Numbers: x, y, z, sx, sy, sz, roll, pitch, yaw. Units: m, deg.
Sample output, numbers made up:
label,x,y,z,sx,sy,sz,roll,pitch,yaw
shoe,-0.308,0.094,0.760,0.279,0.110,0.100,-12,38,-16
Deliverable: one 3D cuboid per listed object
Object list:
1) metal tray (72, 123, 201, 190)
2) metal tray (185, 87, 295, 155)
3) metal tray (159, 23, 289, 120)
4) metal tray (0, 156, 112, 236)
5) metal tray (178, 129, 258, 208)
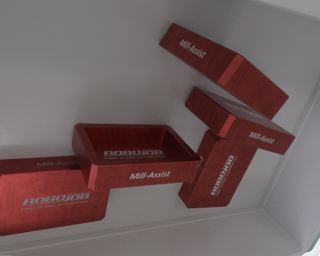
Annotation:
label,x,y,z,sx,sy,sz,roll,pitch,yaw
metal tray,-0.029,0.029,0.368,0.131,0.090,0.030,1,118,-29
metal tray,0.108,-0.009,0.419,0.131,0.090,0.030,15,111,-34
metal tray,0.064,-0.064,0.336,0.090,0.130,0.030,26,104,-37
metal tray,-0.130,0.081,0.384,0.131,0.030,0.089,-1,119,-28
metal tray,0.093,0.068,0.499,0.091,0.030,0.129,7,115,-32
